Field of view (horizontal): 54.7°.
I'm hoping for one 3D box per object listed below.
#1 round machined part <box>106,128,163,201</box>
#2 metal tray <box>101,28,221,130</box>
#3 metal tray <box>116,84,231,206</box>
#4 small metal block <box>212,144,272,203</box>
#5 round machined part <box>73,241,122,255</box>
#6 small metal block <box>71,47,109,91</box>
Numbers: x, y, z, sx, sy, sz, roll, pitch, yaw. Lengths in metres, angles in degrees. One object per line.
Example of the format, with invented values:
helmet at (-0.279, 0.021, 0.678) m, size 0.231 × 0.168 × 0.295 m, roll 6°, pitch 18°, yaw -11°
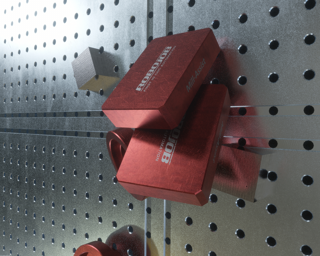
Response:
round machined part at (-0.028, 0.041, 0.403) m, size 0.098 × 0.042 × 0.097 m, roll 44°, pitch 148°, yaw 38°
metal tray at (0.003, -0.057, 0.352) m, size 0.090 × 0.030 × 0.130 m, roll 2°, pitch 50°, yaw 40°
metal tray at (0.018, 0.011, 0.332) m, size 0.090 × 0.030 × 0.130 m, roll 5°, pitch 57°, yaw 25°
small metal block at (0.088, 0.047, 0.337) m, size 0.050 × 0.025 × 0.050 m, roll 14°, pitch 99°, yaw 39°
round machined part at (-0.088, 0.221, 0.472) m, size 0.098 × 0.042 × 0.097 m, roll 0°, pitch 90°, yaw 40°
small metal block at (-0.115, -0.095, 0.504) m, size 0.050 × 0.025 × 0.050 m, roll -29°, pitch 72°, yaw 36°
